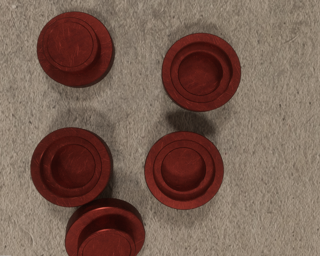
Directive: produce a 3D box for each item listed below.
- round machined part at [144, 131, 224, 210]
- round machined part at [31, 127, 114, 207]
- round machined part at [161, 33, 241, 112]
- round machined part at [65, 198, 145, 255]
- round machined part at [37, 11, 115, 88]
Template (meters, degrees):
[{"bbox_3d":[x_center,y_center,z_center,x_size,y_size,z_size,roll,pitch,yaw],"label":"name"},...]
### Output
[{"bbox_3d":[0.030,0.052,0.402,0.099,0.042,0.097,0,90,-1],"label":"round machined part"},{"bbox_3d":[-0.109,0.049,0.398,0.099,0.042,0.097,0,86,1],"label":"round machined part"},{"bbox_3d":[0.051,-0.069,0.402,0.099,0.042,0.097,0,90,-1],"label":"round machined part"},{"bbox_3d":[-0.067,0.140,0.383,0.099,0.042,0.097,-5,112,-11],"label":"round machined part"},{"bbox_3d":[-0.110,-0.103,0.400,0.099,0.042,0.097,0,90,-1],"label":"round machined part"}]
